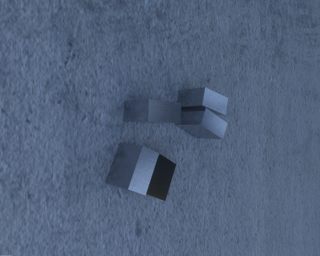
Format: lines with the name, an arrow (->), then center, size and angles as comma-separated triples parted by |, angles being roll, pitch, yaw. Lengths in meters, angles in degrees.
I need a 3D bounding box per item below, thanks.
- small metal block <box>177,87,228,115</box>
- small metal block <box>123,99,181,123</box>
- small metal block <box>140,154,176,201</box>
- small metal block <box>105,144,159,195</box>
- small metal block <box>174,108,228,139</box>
small metal block -> 0.060, -0.036, 0.441 | 0.050, 0.050, 0.025 | 17, 79, -39
small metal block -> -0.010, -0.019, 0.382 | 0.050, 0.050, 0.025 | 2, 89, -40
small metal block -> -0.007, 0.061, 0.391 | 0.050, 0.025, 0.050 | 39, 65, -55
small metal block -> -0.033, 0.047, 0.362 | 0.025, 0.050, 0.050 | 29, 72, -35
small metal block -> 0.058, -0.006, 0.440 | 0.050, 0.050, 0.025 | 30, 71, -36
